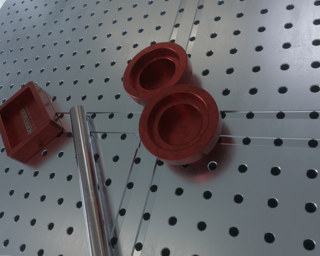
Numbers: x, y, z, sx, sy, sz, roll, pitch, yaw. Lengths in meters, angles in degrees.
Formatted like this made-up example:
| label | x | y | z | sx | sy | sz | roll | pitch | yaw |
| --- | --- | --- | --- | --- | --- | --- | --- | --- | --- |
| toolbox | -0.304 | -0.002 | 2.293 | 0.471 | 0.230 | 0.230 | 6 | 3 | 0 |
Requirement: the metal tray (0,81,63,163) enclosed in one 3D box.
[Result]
| label | x | y | z | sx | sy | sz | roll | pitch | yaw |
| --- | --- | --- | --- | --- | --- | --- | --- | --- | --- |
| metal tray | -0.229 | -0.014 | 0.533 | 0.090 | 0.030 | 0.130 | -40 | 51 | 0 |

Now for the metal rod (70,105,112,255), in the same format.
| label | x | y | z | sx | sy | sz | roll | pitch | yaw |
| --- | --- | --- | --- | --- | --- | --- | --- | --- | --- |
| metal rod | -0.090 | 0.085 | 0.403 | 0.025 | 0.025 | 0.299 | -28 | 52 | 10 |

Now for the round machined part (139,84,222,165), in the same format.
| label | x | y | z | sx | sy | sz | roll | pitch | yaw |
| --- | --- | --- | --- | --- | --- | --- | --- | --- | --- |
| round machined part | 0.027 | -0.001 | 0.379 | 0.098 | 0.042 | 0.098 | -9 | 64 | 19 |

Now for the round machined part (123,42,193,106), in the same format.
| label | x | y | z | sx | sy | sz | roll | pitch | yaw |
| --- | --- | --- | --- | --- | --- | --- | --- | --- | --- |
| round machined part | 0.000 | -0.071 | 0.441 | 0.098 | 0.042 | 0.098 | -13 | 56 | 21 |
